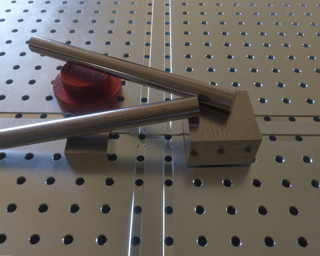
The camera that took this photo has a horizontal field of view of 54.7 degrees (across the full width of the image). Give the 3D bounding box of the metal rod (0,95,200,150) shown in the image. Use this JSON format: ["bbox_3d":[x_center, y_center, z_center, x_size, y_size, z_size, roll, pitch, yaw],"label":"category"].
[{"bbox_3d":[-0.104,-0.001,0.372,0.302,0.025,0.025,-9,50,5],"label":"metal rod"}]

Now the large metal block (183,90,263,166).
[{"bbox_3d":[0.073,-0.001,0.389,0.081,0.050,0.080,-1,50,-2],"label":"large metal block"}]

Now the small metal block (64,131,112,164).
[{"bbox_3d":[-0.089,0.018,0.392,0.050,0.025,0.050,0,50,-1],"label":"small metal block"}]

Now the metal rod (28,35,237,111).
[{"bbox_3d":[-0.049,-0.078,0.410,0.301,0.025,0.025,19,52,18],"label":"metal rod"}]

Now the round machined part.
[{"bbox_3d":[-0.107,-0.068,0.452,0.099,0.042,0.098,0,50,0],"label":"round machined part"}]
